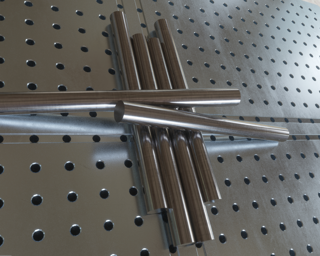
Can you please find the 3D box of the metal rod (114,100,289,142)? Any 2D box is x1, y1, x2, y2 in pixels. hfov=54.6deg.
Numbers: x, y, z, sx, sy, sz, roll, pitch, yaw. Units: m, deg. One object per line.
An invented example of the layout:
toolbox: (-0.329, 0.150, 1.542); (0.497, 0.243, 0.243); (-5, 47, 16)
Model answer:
metal rod: (0.079, -0.004, 0.426); (0.302, 0.025, 0.025); (7, 59, -35)

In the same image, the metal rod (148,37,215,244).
metal rod: (0.020, -0.001, 0.420); (0.025, 0.025, 0.299); (1, 61, -28)

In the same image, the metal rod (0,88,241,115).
metal rod: (-0.037, -0.034, 0.379); (0.302, 0.025, 0.025); (-4, 63, -20)

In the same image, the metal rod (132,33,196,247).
metal rod: (-0.003, -0.003, 0.406); (0.025, 0.025, 0.299); (1, 61, -28)

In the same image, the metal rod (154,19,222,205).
metal rod: (0.033, -0.040, 0.449); (0.025, 0.025, 0.299); (1, 61, -28)

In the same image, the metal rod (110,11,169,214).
metal rod: (-0.033, -0.038, 0.412); (0.025, 0.025, 0.299); (1, 61, -28)
